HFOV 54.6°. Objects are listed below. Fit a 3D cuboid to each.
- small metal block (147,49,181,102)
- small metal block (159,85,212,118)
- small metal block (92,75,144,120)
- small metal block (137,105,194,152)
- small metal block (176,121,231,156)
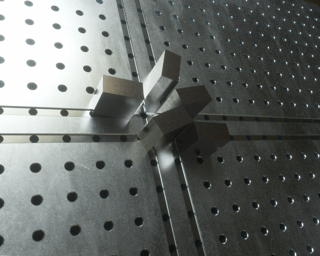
[{"bbox_3d":[0.006,-0.073,0.439,0.025,0.050,0.050,20,54,-17],"label":"small metal block"},{"bbox_3d":[0.035,-0.033,0.430,0.050,0.050,0.025,-13,68,-33],"label":"small metal block"},{"bbox_3d":[-0.053,-0.037,0.385,0.050,0.050,0.025,8,58,-24],"label":"small metal block"},{"bbox_3d":[0.006,0.001,0.394,0.050,0.050,0.025,-23,75,-36],"label":"small metal block"},{"bbox_3d":[0.057,0.015,0.413,0.050,0.050,0.025,3,61,-27],"label":"small metal block"}]
